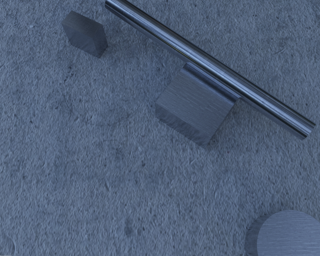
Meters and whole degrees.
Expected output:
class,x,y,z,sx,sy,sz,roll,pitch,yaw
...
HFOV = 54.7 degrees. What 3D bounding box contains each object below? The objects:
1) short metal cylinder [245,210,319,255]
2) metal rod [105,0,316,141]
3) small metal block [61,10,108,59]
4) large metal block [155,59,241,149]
class,x,y,z,sx,sy,sz,roll,pitch,yaw
short metal cylinder,0.142,0.135,0.347,0.081,0.050,0.080,0,70,0
metal rod,0.052,-0.083,0.386,0.300,0.025,0.025,37,74,12
small metal block,-0.106,-0.132,0.442,0.050,0.050,0.025,27,72,9
large metal block,0.050,-0.032,0.407,0.080,0.050,0.080,33,73,11
